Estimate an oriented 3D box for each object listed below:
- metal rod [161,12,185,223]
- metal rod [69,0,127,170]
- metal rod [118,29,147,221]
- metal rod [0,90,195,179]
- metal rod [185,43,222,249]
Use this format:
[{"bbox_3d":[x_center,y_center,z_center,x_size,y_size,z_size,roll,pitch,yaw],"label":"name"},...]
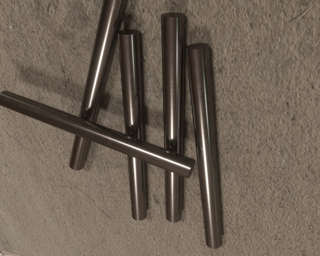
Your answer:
[{"bbox_3d":[0.017,0.009,0.401,0.025,0.025,0.298,12,124,21],"label":"metal rod"},{"bbox_3d":[-0.091,-0.047,0.423,0.025,0.025,0.298,30,128,8],"label":"metal rod"},{"bbox_3d":[-0.035,0.017,0.433,0.025,0.025,0.298,13,124,21],"label":"metal rod"},{"bbox_3d":[-0.097,0.003,0.424,0.301,0.025,0.025,19,126,16],"label":"metal rod"},{"bbox_3d":[0.061,0.043,0.400,0.025,0.025,0.298,5,121,25],"label":"metal rod"}]
